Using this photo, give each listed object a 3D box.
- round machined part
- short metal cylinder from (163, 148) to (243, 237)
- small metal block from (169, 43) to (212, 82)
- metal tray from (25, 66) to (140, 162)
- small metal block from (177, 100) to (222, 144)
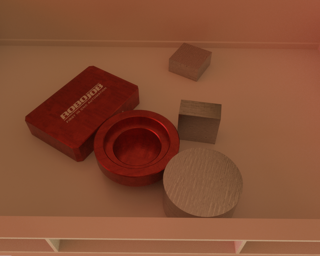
[{"bbox_3d":[-0.026,0.028,0.371,0.099,0.042,0.098,0,50,0],"label":"round machined part"},{"bbox_3d":[0.043,0.068,0.332,0.081,0.050,0.080,0,50,0],"label":"short metal cylinder"},{"bbox_3d":[0.048,-0.106,0.495,0.050,0.025,0.050,25,54,19],"label":"small metal block"},{"bbox_3d":[-0.101,-0.025,0.422,0.090,0.030,0.131,27,55,20],"label":"metal tray"},{"bbox_3d":[0.049,-0.007,0.396,0.050,0.050,0.025,7,51,6],"label":"small metal block"}]
